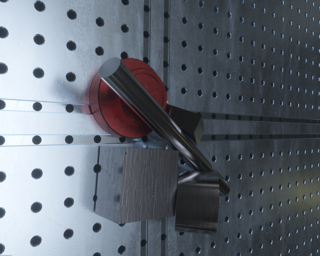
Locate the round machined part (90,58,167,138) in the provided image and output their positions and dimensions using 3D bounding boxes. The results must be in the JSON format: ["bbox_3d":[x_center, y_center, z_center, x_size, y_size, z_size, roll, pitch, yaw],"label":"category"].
[{"bbox_3d":[-0.030,-0.036,0.374,0.099,0.042,0.097,0,90,-40],"label":"round machined part"}]

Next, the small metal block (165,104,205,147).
[{"bbox_3d":[0.029,-0.003,0.407,0.025,0.050,0.050,-64,160,-16],"label":"small metal block"}]

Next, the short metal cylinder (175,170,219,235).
[{"bbox_3d":[0.048,0.097,0.407,0.080,0.050,0.079,1,92,-85],"label":"short metal cylinder"}]

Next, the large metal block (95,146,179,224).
[{"bbox_3d":[-0.026,0.064,0.370,0.081,0.050,0.080,6,86,-40],"label":"large metal block"}]

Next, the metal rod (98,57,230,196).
[{"bbox_3d":[0.027,0.021,0.392,0.300,0.025,0.025,46,62,-45],"label":"metal rod"}]
